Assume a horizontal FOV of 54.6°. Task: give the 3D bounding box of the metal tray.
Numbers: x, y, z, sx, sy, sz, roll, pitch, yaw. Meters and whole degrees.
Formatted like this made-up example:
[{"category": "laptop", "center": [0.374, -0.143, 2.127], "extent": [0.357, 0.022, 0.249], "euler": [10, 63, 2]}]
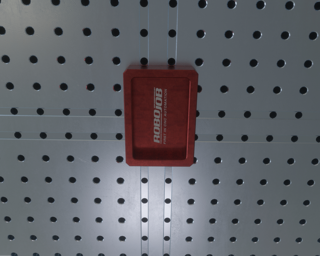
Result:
[{"category": "metal tray", "center": [0.000, -0.014, 0.405], "extent": [0.090, 0.030, 0.129], "euler": [0, 110, -1]}]
